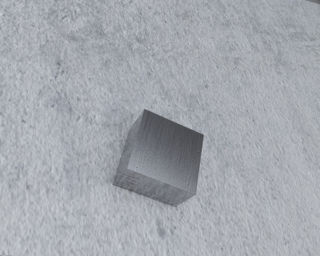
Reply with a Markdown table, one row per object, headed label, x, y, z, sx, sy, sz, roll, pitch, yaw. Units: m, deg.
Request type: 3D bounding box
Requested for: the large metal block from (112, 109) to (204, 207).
| label | x | y | z | sx | sy | sz | roll | pitch | yaw |
| --- | --- | --- | --- | --- | --- | --- | --- | --- | --- |
| large metal block | 0.000 | 0.036 | 0.365 | 0.080 | 0.050 | 0.080 | 23 | 53 | -14 |
